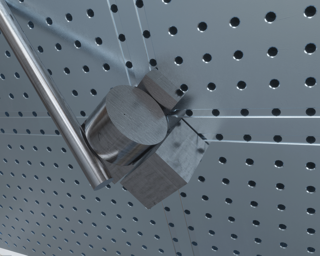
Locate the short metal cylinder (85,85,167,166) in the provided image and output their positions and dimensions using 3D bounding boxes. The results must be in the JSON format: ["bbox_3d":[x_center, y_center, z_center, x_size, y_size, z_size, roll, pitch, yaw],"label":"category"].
[{"bbox_3d":[-0.039,-0.003,0.360,0.080,0.080,0.050,45,129,-4],"label":"short metal cylinder"}]

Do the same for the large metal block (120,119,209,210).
[{"bbox_3d":[0.007,0.046,0.397,0.050,0.080,0.080,44,129,-3],"label":"large metal block"}]

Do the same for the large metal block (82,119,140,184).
[{"bbox_3d":[-0.056,0.013,0.413,0.080,0.080,0.050,44,129,-3],"label":"large metal block"}]

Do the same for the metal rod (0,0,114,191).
[{"bbox_3d":[-0.145,-0.056,0.383,0.299,0.025,0.025,55,131,16],"label":"metal rod"}]

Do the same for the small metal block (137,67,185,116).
[{"bbox_3d":[-0.005,-0.038,0.390,0.050,0.025,0.050,41,129,-1],"label":"small metal block"}]
